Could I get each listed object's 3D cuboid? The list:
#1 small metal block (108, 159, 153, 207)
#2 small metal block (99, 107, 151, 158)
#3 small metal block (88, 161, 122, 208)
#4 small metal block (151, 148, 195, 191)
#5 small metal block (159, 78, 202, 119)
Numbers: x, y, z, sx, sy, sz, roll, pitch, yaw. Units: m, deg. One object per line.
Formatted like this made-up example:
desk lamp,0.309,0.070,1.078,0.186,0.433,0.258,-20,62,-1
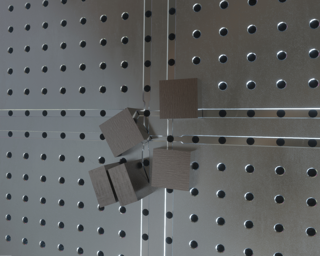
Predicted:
small metal block,-0.039,0.072,0.413,0.025,0.050,0.050,-23,82,19
small metal block,-0.048,0.006,0.430,0.050,0.025,0.050,-31,80,17
small metal block,-0.066,0.076,0.423,0.025,0.050,0.050,-22,83,19
small metal block,0.018,0.053,0.407,0.050,0.025,0.050,4,91,20
small metal block,0.027,-0.037,0.403,0.050,0.025,0.050,-1,90,20
